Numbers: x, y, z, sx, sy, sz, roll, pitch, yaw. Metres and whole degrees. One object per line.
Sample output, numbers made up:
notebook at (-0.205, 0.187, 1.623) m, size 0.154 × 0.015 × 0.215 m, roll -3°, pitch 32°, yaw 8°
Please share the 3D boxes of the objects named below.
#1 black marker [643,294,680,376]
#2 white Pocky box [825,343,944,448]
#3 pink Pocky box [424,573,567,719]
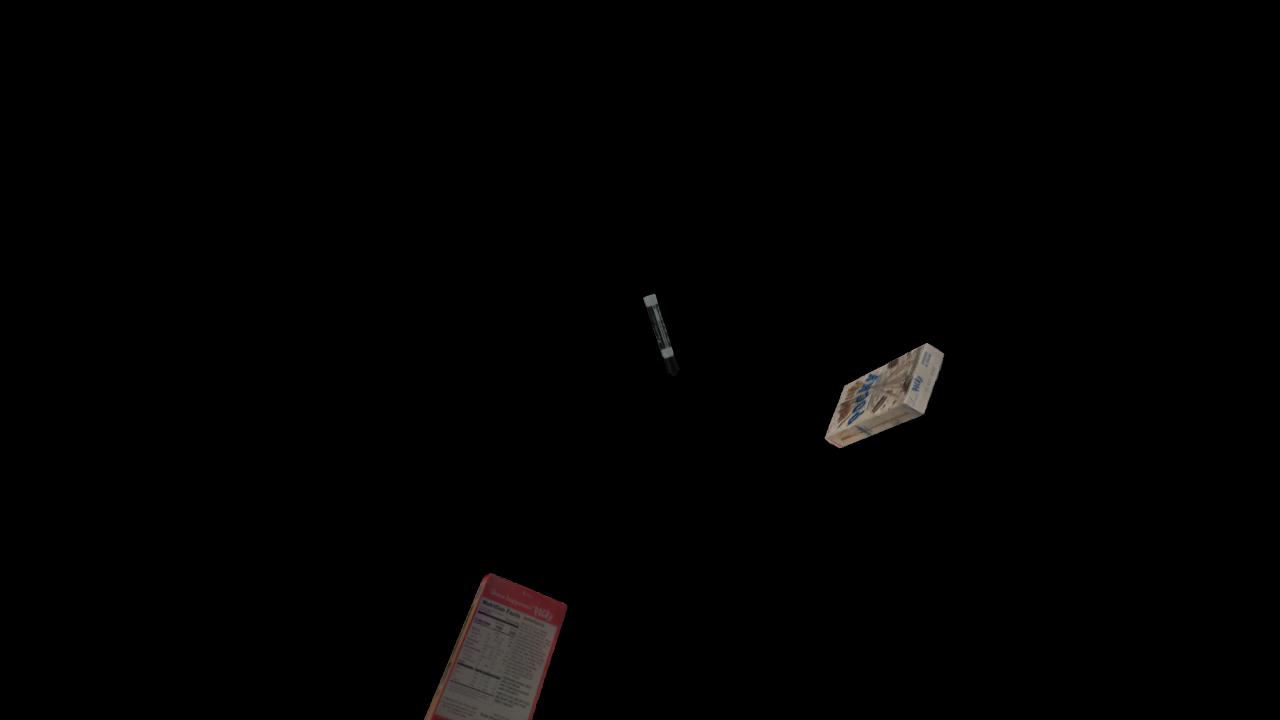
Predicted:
black marker at (0.032, -0.035, 0.881) m, size 0.020 × 0.121 × 0.020 m, roll -18°, pitch 4°, yaw 1°
white Pocky box at (0.271, 0.044, 0.693) m, size 0.028 × 0.084 × 0.154 m, roll 32°, pitch -25°, yaw -3°
pink Pocky box at (-0.128, 0.279, 0.543) m, size 0.084 × 0.155 × 0.029 m, roll 29°, pitch -37°, yaw -15°
